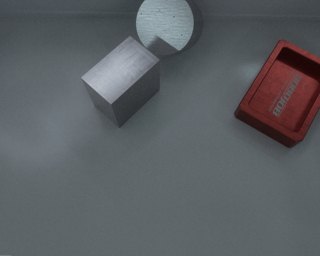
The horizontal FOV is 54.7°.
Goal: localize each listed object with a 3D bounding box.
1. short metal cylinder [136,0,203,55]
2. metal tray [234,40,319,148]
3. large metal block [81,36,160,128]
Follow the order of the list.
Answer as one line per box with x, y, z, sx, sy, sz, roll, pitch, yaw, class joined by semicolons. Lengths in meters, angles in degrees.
0.014;-0.143;0.427;0.080;0.050;0.079;7;109;20;short metal cylinder
0.174;-0.050;0.427;0.090;0.030;0.130;32;73;10;metal tray
-0.046;-0.056;0.400;0.050;0.080;0.080;41;75;13;large metal block
